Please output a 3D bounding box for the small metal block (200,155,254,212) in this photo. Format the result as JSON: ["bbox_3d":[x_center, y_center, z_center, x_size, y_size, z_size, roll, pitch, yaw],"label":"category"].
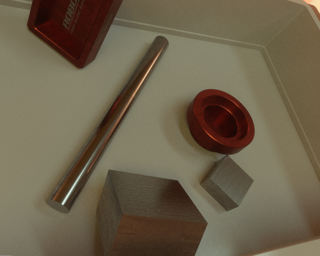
[{"bbox_3d":[0.089,0.073,0.412,0.050,0.025,0.050,45,51,2],"label":"small metal block"}]

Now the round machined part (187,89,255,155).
[{"bbox_3d":[0.081,-0.004,0.440,0.099,0.042,0.098,15,52,-19],"label":"round machined part"}]

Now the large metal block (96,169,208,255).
[{"bbox_3d":[-0.013,0.087,0.305,0.081,0.050,0.080,13,15,-22],"label":"large metal block"}]

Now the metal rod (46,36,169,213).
[{"bbox_3d":[-0.049,-0.029,0.397,0.025,0.025,0.301,32,51,-8],"label":"metal rod"}]

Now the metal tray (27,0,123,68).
[{"bbox_3d":[-0.102,-0.146,0.371,0.090,0.129,0.030,38,44,-3],"label":"metal tray"}]
